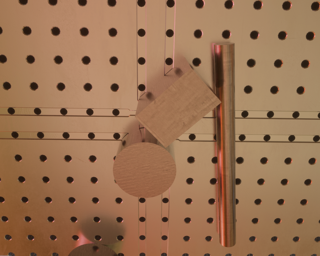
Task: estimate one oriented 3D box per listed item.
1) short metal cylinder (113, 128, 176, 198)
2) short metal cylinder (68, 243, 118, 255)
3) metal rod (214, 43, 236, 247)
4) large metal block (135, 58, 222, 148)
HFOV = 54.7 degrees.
[{"bbox_3d":[-0.020,0.046,0.417,0.081,0.050,0.079,0,110,-1],"label":"short metal cylinder"},{"bbox_3d":[-0.103,0.222,0.464,0.081,0.080,0.050,13,110,-5],"label":"short metal cylinder"},{"bbox_3d":[0.091,0.037,0.428,0.025,0.025,0.298,-5,110,1],"label":"metal rod"},{"bbox_3d":[0.019,-0.034,0.372,0.080,0.080,0.050,-40,106,13],"label":"large metal block"}]
